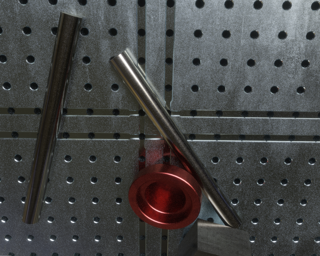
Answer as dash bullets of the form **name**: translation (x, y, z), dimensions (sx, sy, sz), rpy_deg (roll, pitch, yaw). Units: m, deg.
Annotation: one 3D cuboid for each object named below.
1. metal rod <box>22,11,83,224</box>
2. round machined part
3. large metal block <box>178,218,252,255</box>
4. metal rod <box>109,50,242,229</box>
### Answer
- **metal rod**: translation (-0.148, 0.001, 0.411), dimensions (0.025, 0.025, 0.298), rpy_deg (16, 109, -6)
- **round machined part**: translation (0.009, 0.090, 0.429), dimensions (0.098, 0.042, 0.097), rpy_deg (6, 119, 11)
- **large metal block**: translation (0.078, 0.186, 0.458), dimensions (0.080, 0.050, 0.079), rpy_deg (17, 128, -7)
- **metal rod**: translation (0.030, 0.028, 0.424), dimensions (0.025, 0.025, 0.299), rpy_deg (-32, 108, 11)
